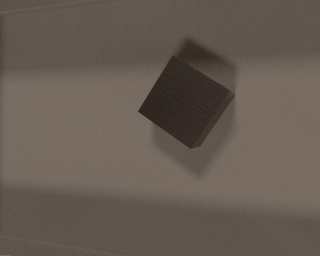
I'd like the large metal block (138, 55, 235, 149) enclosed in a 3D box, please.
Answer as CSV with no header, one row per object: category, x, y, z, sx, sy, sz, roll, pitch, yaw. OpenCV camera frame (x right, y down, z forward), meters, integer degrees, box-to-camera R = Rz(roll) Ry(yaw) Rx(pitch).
large metal block,0.034,-0.031,0.385,0.080,0.050,0.080,36,101,16
